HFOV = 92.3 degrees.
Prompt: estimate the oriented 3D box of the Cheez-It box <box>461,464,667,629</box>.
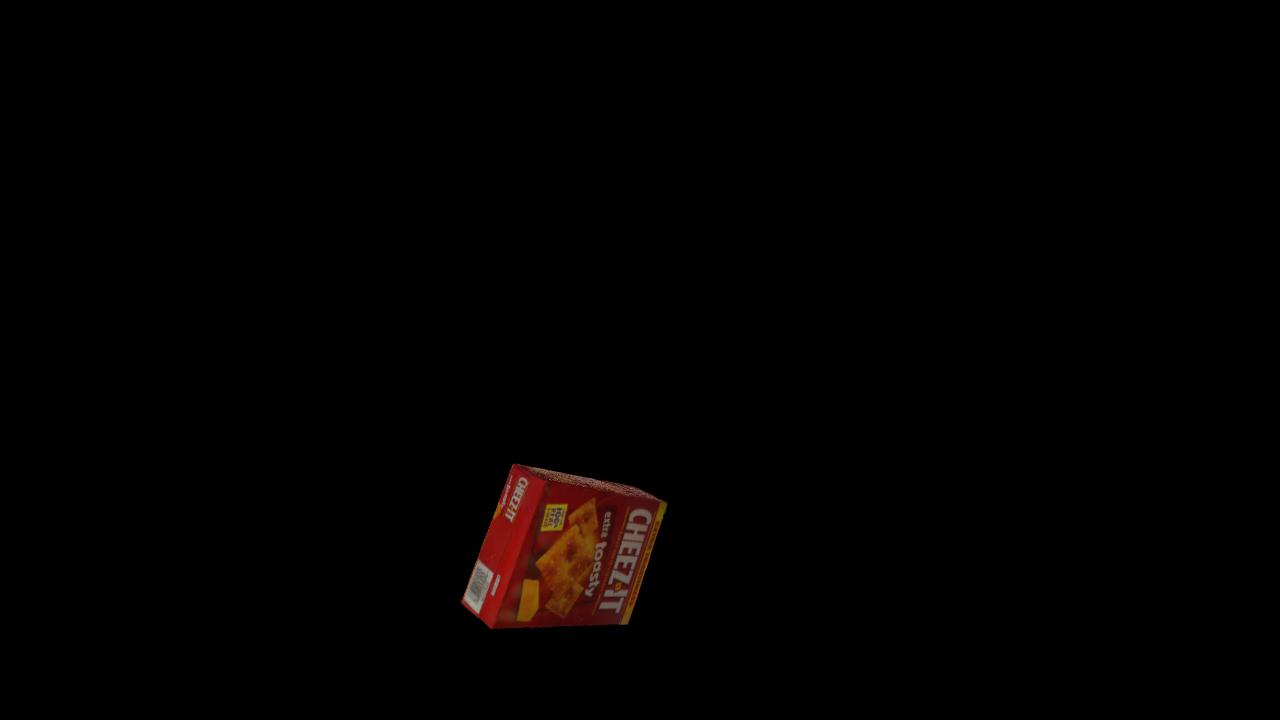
[{"bbox_3d":[-0.079,0.226,0.733,0.071,0.166,0.223,16,-6,43],"label":"Cheez-It box"}]
